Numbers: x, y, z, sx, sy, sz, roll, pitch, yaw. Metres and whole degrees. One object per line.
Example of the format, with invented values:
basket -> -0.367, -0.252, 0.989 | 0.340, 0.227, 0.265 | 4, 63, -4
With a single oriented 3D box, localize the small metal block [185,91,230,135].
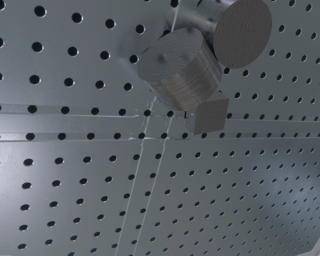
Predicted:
small metal block -> 0.065, -0.021, 0.434 | 0.050, 0.025, 0.050 | -10, 123, -23

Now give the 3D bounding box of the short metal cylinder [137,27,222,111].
short metal cylinder -> 0.022, -0.065, 0.347 | 0.080, 0.080, 0.050 | -41, 130, 0

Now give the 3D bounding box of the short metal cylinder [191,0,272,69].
short metal cylinder -> 0.084, -0.117, 0.368 | 0.081, 0.050, 0.079 | -14, 124, -21
